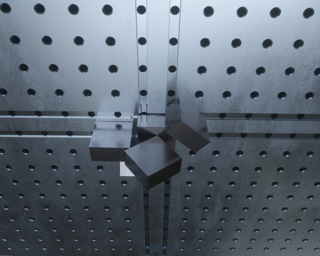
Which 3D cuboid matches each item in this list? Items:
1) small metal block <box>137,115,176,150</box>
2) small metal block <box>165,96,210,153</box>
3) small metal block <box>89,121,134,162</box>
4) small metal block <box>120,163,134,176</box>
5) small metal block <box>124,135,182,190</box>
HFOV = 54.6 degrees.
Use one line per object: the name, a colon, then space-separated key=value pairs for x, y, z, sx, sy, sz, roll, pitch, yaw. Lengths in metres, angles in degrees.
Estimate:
small metal block: x=-0.004 y=0.009 z=0.419 sx=0.050 sy=0.025 sz=0.050 roll=0 pitch=130 yaw=-2
small metal block: x=0.034 y=-0.005 z=0.391 sx=0.050 sy=0.050 sz=0.025 roll=35 pitch=121 yaw=-26
small metal block: x=-0.062 y=0.017 z=0.409 sx=0.050 sy=0.050 sz=0.025 roll=2 pitch=131 yaw=-1
small metal block: x=-0.027 y=0.048 z=0.432 sx=0.050 sy=0.050 sz=0.025 roll=1 pitch=99 yaw=-1
small metal block: x=-0.009 y=0.042 z=0.384 sx=0.050 sy=0.050 sz=0.025 roll=-25 pitch=138 yaw=-29
